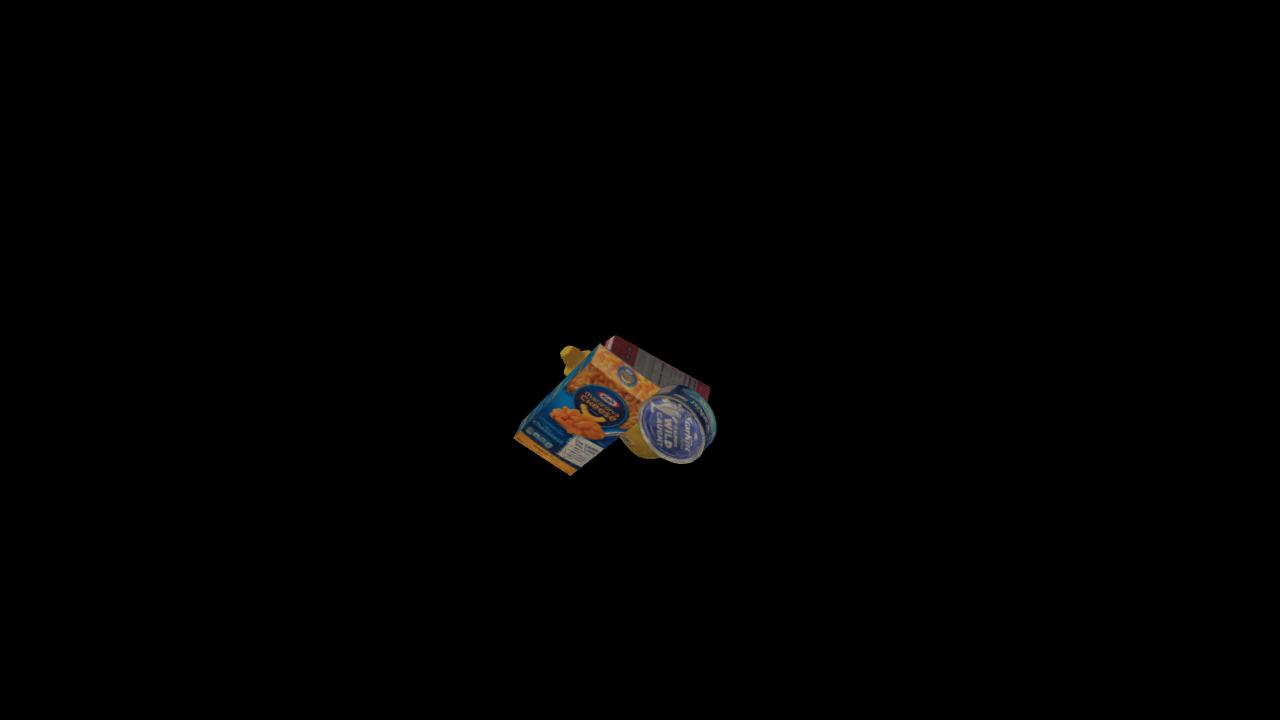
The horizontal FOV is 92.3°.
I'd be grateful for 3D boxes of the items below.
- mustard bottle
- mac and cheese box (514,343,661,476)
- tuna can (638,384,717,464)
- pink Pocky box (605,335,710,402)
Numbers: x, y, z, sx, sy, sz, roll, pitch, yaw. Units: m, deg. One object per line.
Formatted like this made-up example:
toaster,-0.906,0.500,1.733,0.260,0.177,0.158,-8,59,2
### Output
mustard bottle,-0.036,0.048,0.766,0.184,0.054,0.092,49,-15,-29
mac and cheese box,-0.067,0.065,0.733,0.093,0.041,0.184,37,-50,-12
tuna can,0.041,0.070,0.675,0.084,0.084,0.034,0,23,37
pink Pocky box,0.016,0.041,0.765,0.155,0.084,0.029,28,-31,-24
